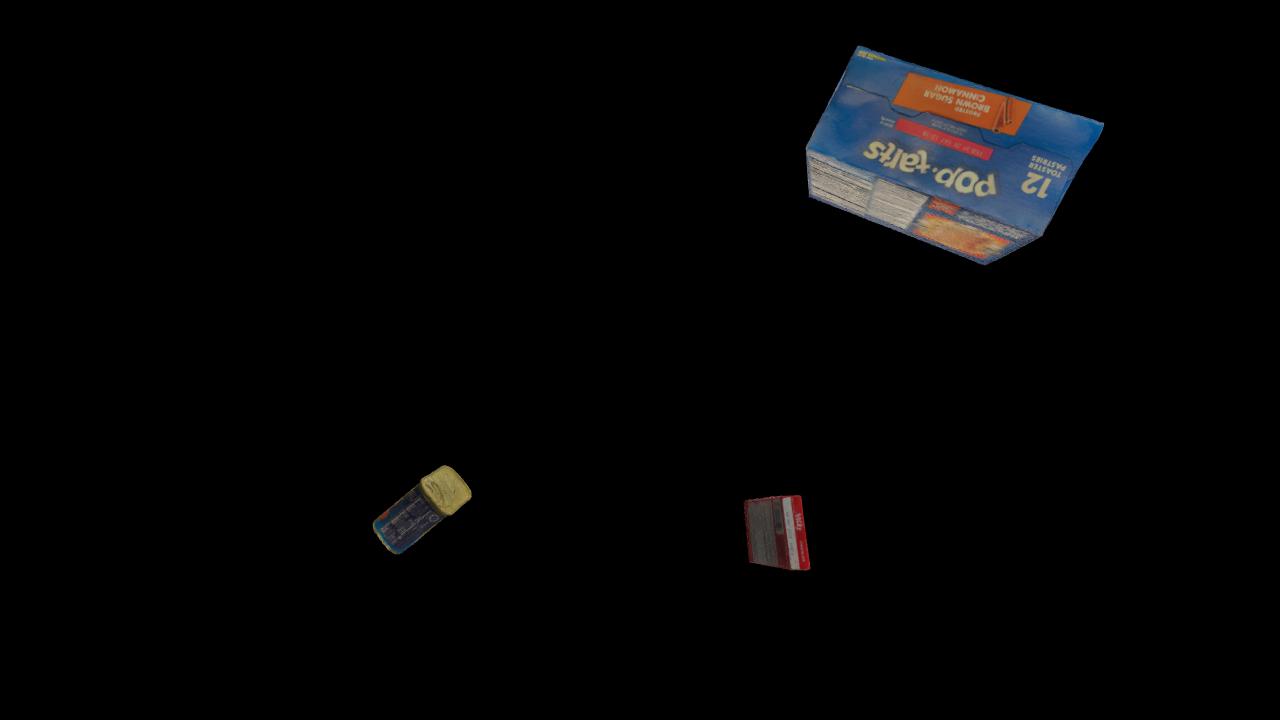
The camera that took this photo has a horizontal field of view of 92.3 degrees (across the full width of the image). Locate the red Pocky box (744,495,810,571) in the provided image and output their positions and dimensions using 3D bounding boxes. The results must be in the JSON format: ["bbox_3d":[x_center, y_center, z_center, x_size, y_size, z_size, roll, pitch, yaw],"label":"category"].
[{"bbox_3d":[0.165,0.212,0.760,0.028,0.083,0.155,-2,-14,-8],"label":"red Pocky box"}]

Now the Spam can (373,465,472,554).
[{"bbox_3d":[-0.273,0.188,0.776,0.085,0.058,0.101,-40,0,5],"label":"Spam can"}]

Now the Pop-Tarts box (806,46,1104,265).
[{"bbox_3d":[0.225,-0.151,0.478,0.167,0.083,0.141,26,8,15],"label":"Pop-Tarts box"}]
